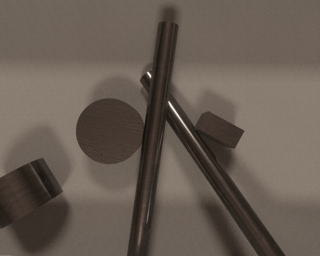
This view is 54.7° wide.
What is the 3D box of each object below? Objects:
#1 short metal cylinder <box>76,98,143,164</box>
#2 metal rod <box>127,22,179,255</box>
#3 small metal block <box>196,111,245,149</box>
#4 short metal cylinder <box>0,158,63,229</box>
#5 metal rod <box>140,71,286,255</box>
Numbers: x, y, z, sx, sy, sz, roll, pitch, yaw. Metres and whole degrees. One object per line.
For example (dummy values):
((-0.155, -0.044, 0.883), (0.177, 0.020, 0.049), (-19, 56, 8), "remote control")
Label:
((-0.061, 0.004, 0.398), (0.081, 0.050, 0.079), (0, 90, -1), "short metal cylinder")
((-0.010, 0.023, 0.379), (0.025, 0.025, 0.298), (8, 92, -1), "metal rod")
((0.074, 0.003, 0.400), (0.050, 0.050, 0.025), (29, 88, -1), "small metal block")
((-0.169, 0.079, 0.382), (0.080, 0.080, 0.050), (-30, 90, 0), "short metal cylinder")
((0.065, 0.052, 0.375), (0.025, 0.025, 0.299), (-34, 75, 0), "metal rod")
